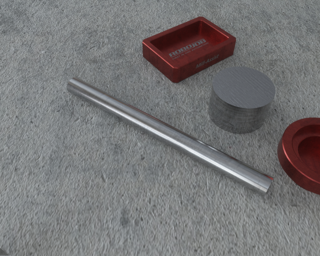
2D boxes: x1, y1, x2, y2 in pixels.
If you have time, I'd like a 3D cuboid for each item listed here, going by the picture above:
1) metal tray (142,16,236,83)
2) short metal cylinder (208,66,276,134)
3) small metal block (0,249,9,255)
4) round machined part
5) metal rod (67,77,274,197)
[{"bbox_3d":[0.048,-0.133,0.512,0.131,0.030,0.090,-29,56,-23],"label":"metal tray"},{"bbox_3d":[0.109,-0.039,0.421,0.081,0.050,0.080,0,50,0],"label":"short metal cylinder"},{"bbox_3d":[-0.164,0.130,0.276,0.050,0.050,0.025,-8,51,-7],"label":"small metal block"},{"bbox_3d":[0.188,0.037,0.363,0.099,0.042,0.098,0,50,0],"label":"round machined part"},{"bbox_3d":[-0.002,0.002,0.401,0.301,0.025,0.025,27,55,21],"label":"metal rod"}]
